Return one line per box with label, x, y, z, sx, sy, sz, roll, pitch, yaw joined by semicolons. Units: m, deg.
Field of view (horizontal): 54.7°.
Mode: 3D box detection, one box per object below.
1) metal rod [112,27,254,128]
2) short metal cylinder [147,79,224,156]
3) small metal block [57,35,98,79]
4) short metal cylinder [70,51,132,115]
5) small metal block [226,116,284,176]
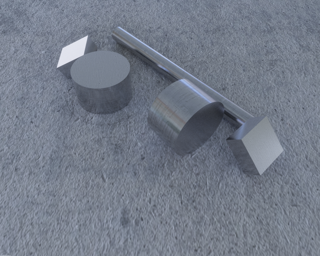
metal rod;0.028;-0.080;0.470;0.025;0.025;0.300;-35;59;-26
short metal cylinder;0.032;-0.013;0.379;0.081;0.080;0.050;-32;57;-24
small metal block;-0.128;-0.110;0.481;0.050;0.025;0.050;-19;47;20
short metal cylinder;-0.081;-0.065;0.441;0.081;0.050;0.080;0;50;0
small metal block;0.114;0.021;0.369;0.050;0.050;0.025;-37;15;-27
